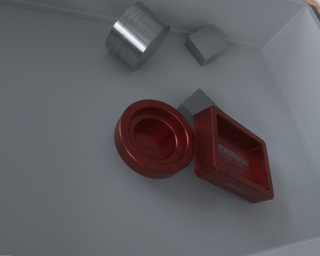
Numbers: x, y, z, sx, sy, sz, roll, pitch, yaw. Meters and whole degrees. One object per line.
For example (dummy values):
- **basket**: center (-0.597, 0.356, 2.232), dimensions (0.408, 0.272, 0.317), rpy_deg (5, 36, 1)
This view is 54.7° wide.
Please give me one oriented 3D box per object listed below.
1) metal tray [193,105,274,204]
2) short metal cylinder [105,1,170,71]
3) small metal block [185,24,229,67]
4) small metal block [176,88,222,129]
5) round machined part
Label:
- **metal tray**: center (0.098, 0.038, 0.407), dimensions (0.131, 0.030, 0.090), rpy_deg (29, 49, -35)
- **short metal cylinder**: center (-0.031, -0.127, 0.433), dimensions (0.050, 0.080, 0.080), rpy_deg (40, 51, -1)
- **small metal block**: center (0.079, -0.140, 0.524), dimensions (0.050, 0.025, 0.050), rpy_deg (-32, 81, -16)
- **small metal block**: center (0.057, -0.023, 0.452), dimensions (0.050, 0.025, 0.050), rpy_deg (46, 51, 3)
- **round machined part**: center (-0.009, 0.017, 0.381), dimensions (0.099, 0.042, 0.098), rpy_deg (14, 56, -21)
